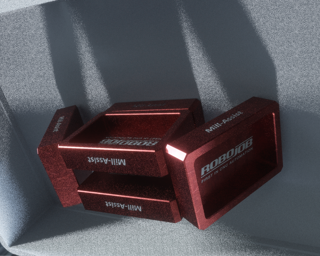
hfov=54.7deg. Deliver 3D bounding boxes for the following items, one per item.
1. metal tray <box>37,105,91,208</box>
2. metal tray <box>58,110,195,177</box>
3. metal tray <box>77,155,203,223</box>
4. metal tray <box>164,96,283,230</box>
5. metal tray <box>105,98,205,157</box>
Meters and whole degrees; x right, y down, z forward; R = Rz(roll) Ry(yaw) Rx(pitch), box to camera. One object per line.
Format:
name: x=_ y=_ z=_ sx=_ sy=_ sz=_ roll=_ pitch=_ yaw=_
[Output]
metal tray: x=-0.123 y=0.033 z=0.426 sx=0.030 sy=0.130 sz=0.089 roll=-15 pitch=116 yaw=0
metal tray: x=-0.036 y=0.013 z=0.352 sx=0.130 sy=0.090 sz=0.030 roll=0 pitch=118 yaw=28
metal tray: x=-0.022 y=0.066 z=0.378 sx=0.130 sy=0.090 sz=0.030 roll=0 pitch=118 yaw=28
metal tray: x=0.073 y=0.033 z=0.322 sx=0.030 sy=0.131 sz=0.089 roll=23 pitch=134 yaw=52
metal tray: x=-0.004 y=0.010 z=0.412 sx=0.130 sy=0.030 sz=0.089 roll=-1 pitch=118 yaw=28
